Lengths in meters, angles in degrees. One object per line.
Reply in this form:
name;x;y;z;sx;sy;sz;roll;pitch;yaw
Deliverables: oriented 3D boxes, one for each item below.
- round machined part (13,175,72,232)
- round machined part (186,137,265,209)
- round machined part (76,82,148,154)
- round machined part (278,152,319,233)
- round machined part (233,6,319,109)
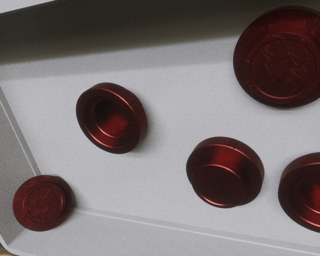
round machined part;-0.205;0.132;0.547;0.098;0.098;0.042;50;151;-8
round machined part;0.079;0.063;0.395;0.098;0.042;0.097;13;124;21
round machined part;-0.060;-0.017;0.419;0.098;0.042;0.097;13;124;21
round machined part;0.185;0.067;0.341;0.098;0.042;0.097;13;124;21
round machined part;0.119;-0.062;0.296;0.098;0.042;0.097;13;124;21
